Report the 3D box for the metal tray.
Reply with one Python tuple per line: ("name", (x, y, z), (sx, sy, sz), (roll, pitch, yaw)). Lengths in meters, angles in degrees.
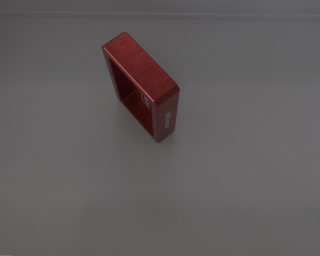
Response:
("metal tray", (-0.020, -0.041, 0.369), (0.030, 0.130, 0.090), (-39, 75, -12))
